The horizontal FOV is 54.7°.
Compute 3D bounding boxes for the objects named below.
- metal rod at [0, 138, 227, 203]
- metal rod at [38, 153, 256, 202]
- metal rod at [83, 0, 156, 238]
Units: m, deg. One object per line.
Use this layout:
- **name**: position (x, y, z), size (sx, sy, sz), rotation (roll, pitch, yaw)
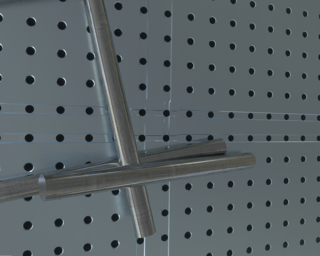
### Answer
- **metal rod**: position (-0.051, 0.050, 0.394), size (0.303, 0.025, 0.025), rotation (-9, 94, -20)
- **metal rod**: position (0.013, 0.052, 0.374), size (0.302, 0.025, 0.025), rotation (-1, 91, -37)
- **metal rod**: position (-0.050, -0.019, 0.376), size (0.025, 0.025, 0.298), rotation (-12, 87, -20)
